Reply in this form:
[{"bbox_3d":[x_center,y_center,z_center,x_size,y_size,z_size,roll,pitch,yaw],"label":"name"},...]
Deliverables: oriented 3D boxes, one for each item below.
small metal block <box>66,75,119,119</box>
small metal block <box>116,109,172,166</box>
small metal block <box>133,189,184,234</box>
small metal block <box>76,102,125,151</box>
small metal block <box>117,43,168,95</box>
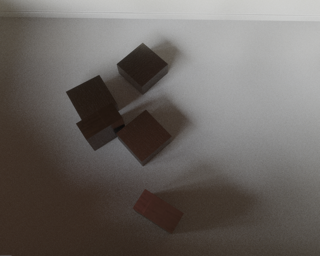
[{"bbox_3d":[-0.091,-0.036,0.422,0.050,0.025,0.050,-30,73,-10],"label":"small metal block"},{"bbox_3d":[-0.020,0.013,0.405,0.050,0.025,0.050,-40,75,-13],"label":"small metal block"},{"bbox_3d":[-0.002,0.098,0.360,0.050,0.050,0.025,30,73,10],"label":"small metal block"},{"bbox_3d":[-0.073,-0.001,0.396,0.050,0.050,0.025,-33,74,-11],"label":"small metal block"},{"bbox_3d":[-0.024,-0.084,0.440,0.050,0.025,0.050,43,75,14],"label":"small metal block"}]
